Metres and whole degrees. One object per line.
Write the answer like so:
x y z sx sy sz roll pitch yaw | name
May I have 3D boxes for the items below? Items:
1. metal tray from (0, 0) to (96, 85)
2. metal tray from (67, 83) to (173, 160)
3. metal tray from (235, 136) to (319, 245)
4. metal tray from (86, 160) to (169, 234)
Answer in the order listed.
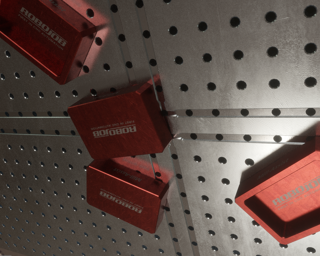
-0.156 -0.130 0.407 0.130 0.030 0.089 38 129 2 | metal tray
-0.058 -0.005 0.434 0.130 0.030 0.090 -9 114 31 | metal tray
0.167 0.079 0.368 0.090 0.030 0.129 43 129 -2 | metal tray
-0.056 0.109 0.503 0.130 0.030 0.089 20 126 15 | metal tray
